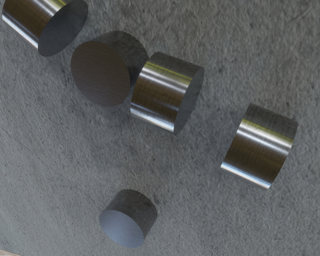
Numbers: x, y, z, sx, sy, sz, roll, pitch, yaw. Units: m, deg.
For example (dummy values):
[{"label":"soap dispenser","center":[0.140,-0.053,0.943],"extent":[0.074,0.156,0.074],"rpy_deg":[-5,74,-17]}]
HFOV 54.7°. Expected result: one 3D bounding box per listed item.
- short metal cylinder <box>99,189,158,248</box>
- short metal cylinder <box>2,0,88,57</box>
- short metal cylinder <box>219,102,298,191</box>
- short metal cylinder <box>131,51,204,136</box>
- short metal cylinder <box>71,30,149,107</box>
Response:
[{"label":"short metal cylinder","center":[-0.051,0.148,0.507],"extent":[0.080,0.050,0.079],"rpy_deg":[13,124,20]},{"label":"short metal cylinder","center":[-0.130,-0.130,0.357],"extent":[0.050,0.080,0.080],"rpy_deg":[40,129,0]},{"label":"short metal cylinder","center":[0.103,0.019,0.329],"extent":[0.050,0.080,0.079],"rpy_deg":[25,127,13]},{"label":"short metal cylinder","center":[0.010,-0.038,0.342],"extent":[0.050,0.080,0.079],"rpy_deg":[23,127,14]},{"label":"short metal cylinder","center":[-0.059,-0.072,0.376],"extent":[0.080,0.050,0.079],"rpy_deg":[13,124,20]}]
